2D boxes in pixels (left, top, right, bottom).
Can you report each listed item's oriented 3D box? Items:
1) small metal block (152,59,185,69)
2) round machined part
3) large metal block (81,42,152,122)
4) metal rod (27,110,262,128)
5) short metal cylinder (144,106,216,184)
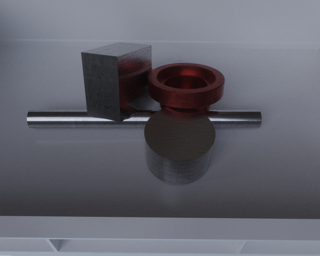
[{"bbox_3d":[0.020,-0.073,0.466,0.050,0.025,0.050,-16,52,-14],"label":"small metal block"},{"bbox_3d":[0.034,-0.049,0.408,0.099,0.042,0.098,0,33,0],"label":"round machined part"},{"bbox_3d":[-0.052,-0.063,0.401,0.050,0.079,0.080,12,27,24],"label":"large metal block"},{"bbox_3d":[-0.019,-0.012,0.411,0.302,0.025,0.025,0,50,-1],"label":"metal rod"},{"bbox_3d":[0.022,0.020,0.369,0.081,0.050,0.080,0,50,0],"label":"short metal cylinder"}]
